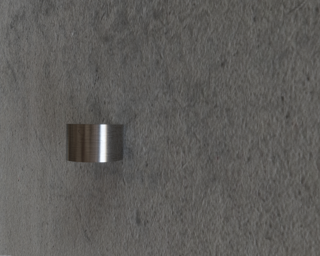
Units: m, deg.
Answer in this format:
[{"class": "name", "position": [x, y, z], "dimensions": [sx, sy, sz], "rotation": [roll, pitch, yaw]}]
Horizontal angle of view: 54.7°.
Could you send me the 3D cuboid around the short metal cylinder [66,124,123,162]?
[{"class": "short metal cylinder", "position": [-0.093, 0.019, 0.443], "dimensions": [0.080, 0.081, 0.050], "rotation": [2, 91, 39]}]
